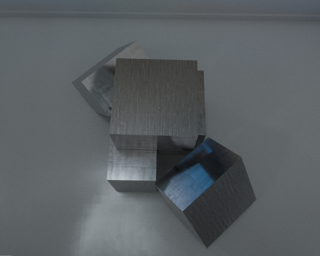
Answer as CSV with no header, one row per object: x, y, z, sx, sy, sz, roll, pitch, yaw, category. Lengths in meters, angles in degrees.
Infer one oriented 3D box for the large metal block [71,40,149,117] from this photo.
-0.058,-0.062,0.393,0.080,0.080,0.050,-41,110,-14,large metal block

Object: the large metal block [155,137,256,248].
0.053,0.072,0.345,0.080,0.080,0.050,-40,40,-13,large metal block

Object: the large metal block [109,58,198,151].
-0.004,-0.022,0.317,0.080,0.050,0.080,2,70,0,large metal block

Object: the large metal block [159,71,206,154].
0.025,-0.016,0.384,0.050,0.080,0.080,1,70,0,large metal block

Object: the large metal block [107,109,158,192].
-0.029,0.030,0.368,0.050,0.080,0.080,1,70,0,large metal block
